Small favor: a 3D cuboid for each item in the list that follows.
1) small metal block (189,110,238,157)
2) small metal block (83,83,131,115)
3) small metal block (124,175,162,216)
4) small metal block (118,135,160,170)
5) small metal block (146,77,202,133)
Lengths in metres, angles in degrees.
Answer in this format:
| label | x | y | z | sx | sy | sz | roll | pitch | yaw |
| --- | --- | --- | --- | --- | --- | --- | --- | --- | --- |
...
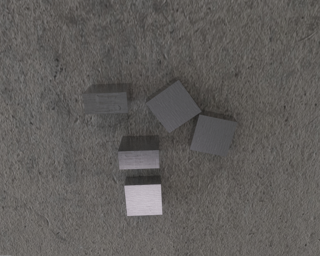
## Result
| label | x | y | z | sx | sy | sz | roll | pitch | yaw |
| --- | --- | --- | --- | --- | --- | --- | --- | --- | --- |
| small metal block | 0.069 | 0.006 | 0.413 | 0.050 | 0.025 | 0.050 | 11 | 110 | -5 |
| small metal block | -0.063 | -0.037 | 0.382 | 0.050 | 0.050 | 0.025 | -2 | 110 | 1 |
| small metal block | -0.023 | 0.097 | 0.445 | 0.050 | 0.025 | 0.050 | -2 | 110 | 0 |
| small metal block | -0.026 | 0.031 | 0.407 | 0.050 | 0.050 | 0.025 | -2 | 110 | 0 |
| small metal block | 0.017 | -0.030 | 0.399 | 0.050 | 0.025 | 0.050 | -34 | 107 | 11 |
